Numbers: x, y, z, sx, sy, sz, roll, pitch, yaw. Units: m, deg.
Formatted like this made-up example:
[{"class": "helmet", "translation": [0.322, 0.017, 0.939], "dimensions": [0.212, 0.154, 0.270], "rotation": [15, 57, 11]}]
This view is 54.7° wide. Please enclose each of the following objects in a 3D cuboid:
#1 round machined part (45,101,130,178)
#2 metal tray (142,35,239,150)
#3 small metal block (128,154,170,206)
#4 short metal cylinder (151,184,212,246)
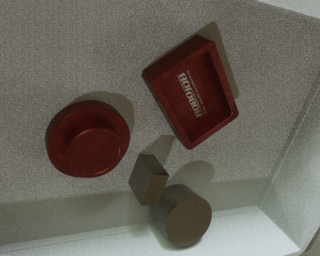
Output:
[{"class": "round machined part", "translation": [-0.081, 0.020, 0.367], "dimensions": [0.099, 0.042, 0.097], "rotation": [-14, 125, -21]}, {"class": "metal tray", "translation": [0.045, -0.042, 0.405], "dimensions": [0.090, 0.030, 0.130], "rotation": [-35, 129, -5]}, {"class": "small metal block", "translation": [-0.017, 0.071, 0.429], "dimensions": [0.025, 0.050, 0.050], "rotation": [7, 115, -32]}, {"class": "short metal cylinder", "translation": [0.033, 0.134, 0.483], "dimensions": [0.081, 0.050, 0.079], "rotation": [-8, 107, -26]}]
